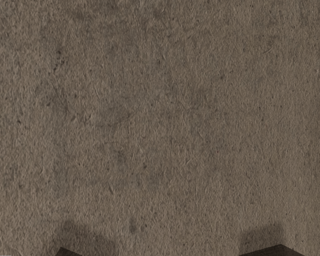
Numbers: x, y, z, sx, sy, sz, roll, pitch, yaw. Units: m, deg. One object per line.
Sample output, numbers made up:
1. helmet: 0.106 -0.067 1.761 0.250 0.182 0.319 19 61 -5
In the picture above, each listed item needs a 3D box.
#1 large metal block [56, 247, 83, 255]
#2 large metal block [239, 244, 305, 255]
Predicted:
1. large metal block: -0.099 0.200 0.360 0.080 0.050 0.080 32 79 -18
2. large metal block: 0.169 0.229 0.460 0.081 0.050 0.079 -6 92 -20
